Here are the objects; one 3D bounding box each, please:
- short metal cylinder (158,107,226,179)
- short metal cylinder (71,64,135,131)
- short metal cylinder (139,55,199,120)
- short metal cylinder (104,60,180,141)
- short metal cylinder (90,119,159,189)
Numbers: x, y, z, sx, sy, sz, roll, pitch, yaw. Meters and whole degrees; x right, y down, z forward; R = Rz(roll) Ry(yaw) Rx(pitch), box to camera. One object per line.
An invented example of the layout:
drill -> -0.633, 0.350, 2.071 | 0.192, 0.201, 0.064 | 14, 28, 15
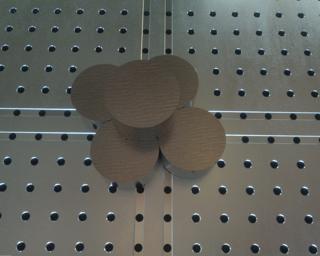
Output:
short metal cylinder -> 0.038, 0.020, 0.391 | 0.081, 0.050, 0.080 | 0, 70, 0
short metal cylinder -> -0.071, -0.037, 0.410 | 0.081, 0.050, 0.080 | 0, 70, 0
short metal cylinder -> 0.009, -0.050, 0.416 | 0.081, 0.050, 0.080 | 0, 70, 0
short metal cylinder -> -0.020, -0.030, 0.354 | 0.081, 0.050, 0.080 | 0, 71, -1
short metal cylinder -> -0.041, 0.033, 0.385 | 0.081, 0.050, 0.080 | 0, 70, 0
